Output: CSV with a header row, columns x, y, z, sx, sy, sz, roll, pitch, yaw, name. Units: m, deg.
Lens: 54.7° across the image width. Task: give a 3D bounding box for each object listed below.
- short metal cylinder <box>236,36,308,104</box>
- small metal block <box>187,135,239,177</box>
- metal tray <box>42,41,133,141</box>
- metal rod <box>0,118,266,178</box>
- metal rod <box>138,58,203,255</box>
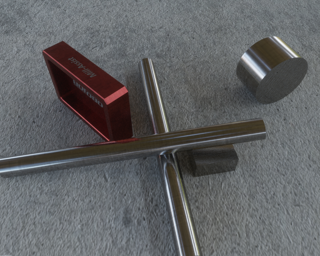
x,y,z,sx,sy,sz,roll,pitch,yaw,name
0.156,-0.080,0.436,0.081,0.080,0.050,-17,52,-14,short metal cylinder
0.062,0.029,0.379,0.050,0.025,0.050,-8,51,-7,small metal block
-0.091,-0.042,0.395,0.130,0.089,0.030,37,60,27,metal tray
-0.034,0.024,0.356,0.302,0.025,0.025,-9,50,3,metal rod
0.004,0.014,0.391,0.025,0.025,0.300,-8,50,-6,metal rod
